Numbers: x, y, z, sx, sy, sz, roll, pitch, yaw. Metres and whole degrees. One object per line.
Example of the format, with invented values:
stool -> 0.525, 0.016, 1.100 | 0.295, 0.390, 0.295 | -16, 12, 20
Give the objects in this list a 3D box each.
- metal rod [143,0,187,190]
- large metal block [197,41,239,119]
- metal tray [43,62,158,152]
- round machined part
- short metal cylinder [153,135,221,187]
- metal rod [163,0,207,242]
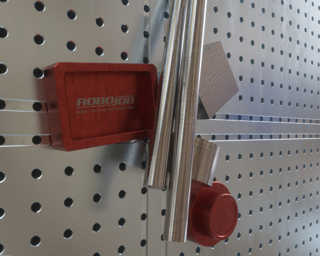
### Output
metal rod -> 0.014, -0.074, 0.390 | 0.025, 0.025, 0.299 | 24, 65, -38
large metal block -> 0.060, -0.067, 0.445 | 0.080, 0.050, 0.080 | -41, 116, -32
metal tray -> -0.059, -0.028, 0.357 | 0.131, 0.030, 0.089 | -9, 96, -40
round machined part -> 0.081, 0.131, 0.469 | 0.099, 0.042, 0.097 | 0, 91, -40
short metal cylinder -> 0.034, 0.042, 0.404 | 0.080, 0.080, 0.050 | 26, 74, -37
metal rod -> 0.032, -0.024, 0.365 | 0.025, 0.025, 0.299 | 18, 73, -39
